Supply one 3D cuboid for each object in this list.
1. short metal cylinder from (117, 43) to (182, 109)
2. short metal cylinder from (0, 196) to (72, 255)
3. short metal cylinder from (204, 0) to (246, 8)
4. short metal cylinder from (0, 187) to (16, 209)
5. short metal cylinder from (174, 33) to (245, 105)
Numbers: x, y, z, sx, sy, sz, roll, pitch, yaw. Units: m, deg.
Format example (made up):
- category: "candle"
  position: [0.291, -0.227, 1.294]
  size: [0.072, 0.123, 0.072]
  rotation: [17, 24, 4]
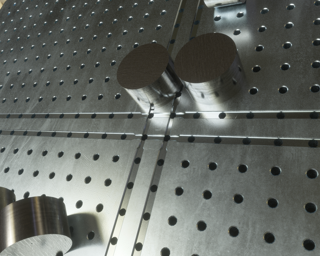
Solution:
- category: "short metal cylinder"
  position: [-0.014, -0.074, 0.445]
  size: [0.080, 0.050, 0.080]
  rotation: [-13, 56, 21]
- category: "short metal cylinder"
  position: [-0.152, 0.127, 0.375]
  size: [0.080, 0.080, 0.050]
  rotation: [-32, 52, 7]
- category: "short metal cylinder"
  position: [0.096, -0.224, 0.460]
  size: [0.050, 0.080, 0.080]
  rotation: [1, 62, 29]
- category: "short metal cylinder"
  position: [-0.239, 0.123, 0.423]
  size: [0.080, 0.080, 0.050]
  rotation: [-33, 52, 7]
- category: "short metal cylinder"
  position: [0.065, -0.077, 0.405]
  size: [0.080, 0.050, 0.080]
  rotation: [-13, 56, 21]
